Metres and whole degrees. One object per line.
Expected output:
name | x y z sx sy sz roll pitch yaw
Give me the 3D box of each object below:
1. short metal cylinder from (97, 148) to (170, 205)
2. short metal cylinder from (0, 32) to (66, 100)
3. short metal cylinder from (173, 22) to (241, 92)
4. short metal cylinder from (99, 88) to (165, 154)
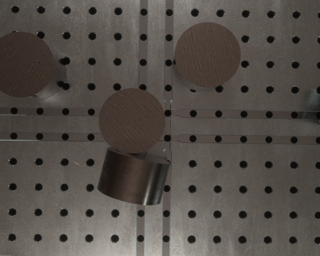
short metal cylinder | -0.032 0.058 0.386 0.080 0.080 0.050 14 90 -1
short metal cylinder | -0.169 -0.077 0.399 0.081 0.050 0.079 0 90 -1
short metal cylinder | 0.058 -0.089 0.402 0.081 0.050 0.079 0 90 -1
short metal cylinder | -0.034 -0.009 0.401 0.081 0.050 0.079 0 90 -1
